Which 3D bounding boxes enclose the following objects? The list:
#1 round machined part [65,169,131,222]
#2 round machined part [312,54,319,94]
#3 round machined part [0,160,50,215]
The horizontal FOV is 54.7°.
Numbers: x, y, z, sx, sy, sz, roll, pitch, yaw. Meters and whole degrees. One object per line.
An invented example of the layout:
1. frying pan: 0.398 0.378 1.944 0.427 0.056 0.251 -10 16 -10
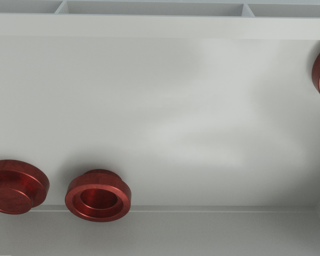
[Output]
1. round machined part: -0.094 0.102 0.484 0.099 0.042 0.097 0 130 0
2. round machined part: 0.229 -0.061 0.348 0.099 0.042 0.097 0 130 0
3. round machined part: -0.227 0.097 0.479 0.099 0.042 0.097 0 130 0
